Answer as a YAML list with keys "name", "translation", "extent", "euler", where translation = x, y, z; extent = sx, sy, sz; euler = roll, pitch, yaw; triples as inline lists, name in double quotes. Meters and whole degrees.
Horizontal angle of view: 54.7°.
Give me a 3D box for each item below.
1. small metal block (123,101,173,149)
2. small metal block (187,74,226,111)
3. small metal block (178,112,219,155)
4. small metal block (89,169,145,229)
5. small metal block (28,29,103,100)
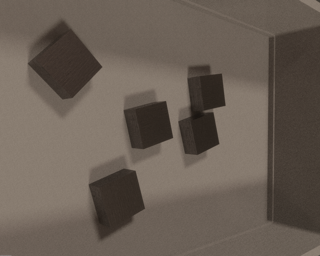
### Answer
- name: "small metal block"
  translation: [-0.014, -0.005, 0.397]
  extent: [0.050, 0.025, 0.050]
  euler: [-19, 102, -39]
- name: "small metal block"
  translation: [0.071, -0.054, 0.469]
  extent: [0.050, 0.025, 0.050]
  euler: [-14, 99, -39]
- name: "small metal block"
  translation: [0.058, 0.007, 0.458]
  extent: [0.050, 0.025, 0.050]
  euler: [-21, 103, -38]
- name: "small metal block"
  translation: [-0.050, 0.082, 0.366]
  extent: [0.050, 0.025, 0.050]
  euler: [-21, 104, -38]
- name: "small metal block"
  translation: [-0.098, -0.066, 0.325]
  extent: [0.050, 0.025, 0.050]
  euler: [51, 60, -28]
